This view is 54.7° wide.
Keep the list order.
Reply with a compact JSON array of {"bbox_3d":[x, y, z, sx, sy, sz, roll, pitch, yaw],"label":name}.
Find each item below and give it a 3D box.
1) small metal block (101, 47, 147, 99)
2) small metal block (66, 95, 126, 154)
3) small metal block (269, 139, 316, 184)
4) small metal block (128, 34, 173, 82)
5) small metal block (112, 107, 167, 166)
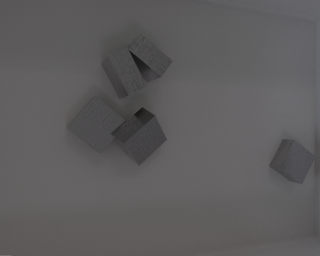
[{"bbox_3d":[-0.045,-0.066,0.380,0.025,0.050,0.050,-30,100,-17],"label":"small metal block"},{"bbox_3d":[-0.078,-0.004,0.382,0.050,0.025,0.050,42,77,-15],"label":"small metal block"},{"bbox_3d":[0.208,0.052,0.487,0.050,0.025,0.050,34,79,-17],"label":"small metal block"},{"bbox_3d":[-0.019,-0.086,0.390,0.050,0.050,0.025,38,78,-16],"label":"small metal block"},{"bbox_3d":[-0.024,0.011,0.388,0.050,0.025,0.050,-43,140,-15],"label":"small metal block"}]
